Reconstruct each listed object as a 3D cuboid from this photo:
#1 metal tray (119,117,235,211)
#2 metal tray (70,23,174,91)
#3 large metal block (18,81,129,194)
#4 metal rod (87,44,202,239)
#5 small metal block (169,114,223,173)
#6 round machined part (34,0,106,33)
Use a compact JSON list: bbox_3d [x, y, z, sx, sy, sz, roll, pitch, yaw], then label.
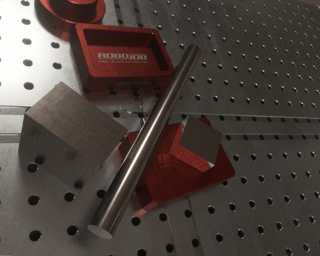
[{"bbox_3d":[0.024,0.041,0.395,0.131,0.030,0.090,-12,68,-33],"label":"metal tray"},{"bbox_3d":[-0.051,-0.101,0.440,0.131,0.030,0.090,-7,65,-32],"label":"metal tray"},{"bbox_3d":[-0.091,0.013,0.317,0.080,0.080,0.050,37,51,-4],"label":"large metal block"},{"bbox_3d":[-0.002,-0.010,0.375,0.025,0.025,0.301,33,51,-8],"label":"metal rod"},{"bbox_3d":[0.045,0.019,0.383,0.050,0.025,0.050,30,52,-9],"label":"small metal block"},{"bbox_3d":[-0.125,-0.187,0.445,0.099,0.042,0.098,14,56,-21],"label":"round machined part"}]
